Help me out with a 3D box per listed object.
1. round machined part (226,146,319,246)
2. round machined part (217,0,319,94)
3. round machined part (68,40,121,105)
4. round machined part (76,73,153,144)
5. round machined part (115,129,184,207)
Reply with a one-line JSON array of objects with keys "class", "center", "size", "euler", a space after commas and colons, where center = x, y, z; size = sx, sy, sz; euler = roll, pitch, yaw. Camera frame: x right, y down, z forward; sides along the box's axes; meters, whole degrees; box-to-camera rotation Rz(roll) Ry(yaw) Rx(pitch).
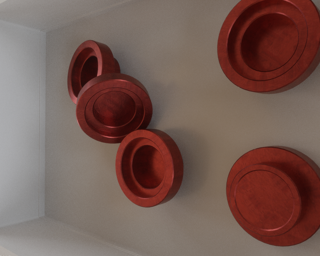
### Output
[{"class": "round machined part", "center": [0.109, 0.067, 0.305], "size": [0.098, 0.042, 0.097], "euler": [0, 90, 39]}, {"class": "round machined part", "center": [0.110, -0.082, 0.304], "size": [0.098, 0.042, 0.097], "euler": [0, 90, 39]}, {"class": "round machined part", "center": [-0.096, -0.079, 0.467], "size": [0.098, 0.042, 0.097], "euler": [-7, 80, 45]}, {"class": "round machined part", "center": [-0.062, -0.030, 0.418], "size": [0.097, 0.099, 0.042], "euler": [-57, 28, 24]}, {"class": "round machined part", "center": [-0.009, 0.050, 0.401], "size": [0.098, 0.042, 0.097], "euler": [0, 90, 39]}]
